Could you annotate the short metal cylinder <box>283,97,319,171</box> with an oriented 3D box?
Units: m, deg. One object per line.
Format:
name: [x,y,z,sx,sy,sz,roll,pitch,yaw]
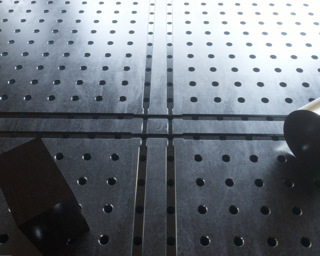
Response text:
short metal cylinder: [0.197,0.005,0.369,0.050,0.080,0.080,-25,55,-20]

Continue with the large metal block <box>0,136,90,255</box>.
large metal block: [-0.119,0.070,0.312,0.050,0.080,0.080,-29,56,-22]
